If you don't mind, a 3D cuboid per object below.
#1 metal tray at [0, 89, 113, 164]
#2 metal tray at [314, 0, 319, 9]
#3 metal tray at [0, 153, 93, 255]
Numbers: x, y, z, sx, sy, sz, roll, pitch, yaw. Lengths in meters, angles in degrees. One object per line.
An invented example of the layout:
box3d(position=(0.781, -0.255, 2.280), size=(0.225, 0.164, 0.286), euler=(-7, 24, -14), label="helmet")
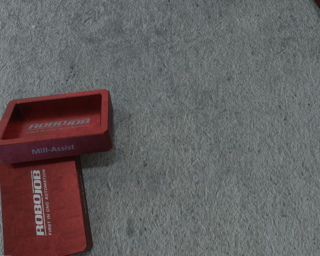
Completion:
box3d(position=(-0.126, -0.005, 0.384), size=(0.131, 0.030, 0.090), euler=(-7, 41, -3), label="metal tray")
box3d(position=(0.254, -0.242, 0.463), size=(0.030, 0.090, 0.130), euler=(-18, 71, -6), label="metal tray")
box3d(position=(-0.137, 0.090, 0.371), size=(0.091, 0.030, 0.130), euler=(-12, 71, -5), label="metal tray")
